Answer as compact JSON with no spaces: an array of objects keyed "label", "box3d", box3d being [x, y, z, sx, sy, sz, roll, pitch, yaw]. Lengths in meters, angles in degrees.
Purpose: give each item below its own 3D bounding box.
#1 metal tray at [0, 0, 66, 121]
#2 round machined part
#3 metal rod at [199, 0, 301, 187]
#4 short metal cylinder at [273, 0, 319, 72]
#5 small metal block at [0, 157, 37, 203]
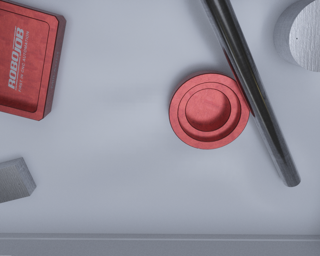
[{"label":"metal tray","box3d":[-0.173,-0.082,0.375,0.091,0.030,0.129,15,109,-6]},{"label":"round machined part","box3d":[0.060,-0.025,0.394,0.099,0.042,0.097,0,110,-1]},{"label":"metal rod","box3d":[0.116,-0.028,0.361,0.025,0.025,0.300,-29,123,10]},{"label":"short metal cylinder","box3d":[0.181,-0.109,0.360,0.081,0.050,0.079,0,110,-1]},{"label":"small metal block","box3d":[-0.211,0.074,0.436,0.050,0.025,0.050,-15,110,5]}]
